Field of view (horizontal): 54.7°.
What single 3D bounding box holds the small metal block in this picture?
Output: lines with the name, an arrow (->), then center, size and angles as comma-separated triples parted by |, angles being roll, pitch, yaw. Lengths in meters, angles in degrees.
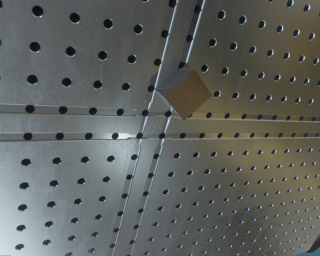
small metal block -> 0.032, -0.046, 0.402 | 0.050, 0.025, 0.050 | -42, 130, 1
